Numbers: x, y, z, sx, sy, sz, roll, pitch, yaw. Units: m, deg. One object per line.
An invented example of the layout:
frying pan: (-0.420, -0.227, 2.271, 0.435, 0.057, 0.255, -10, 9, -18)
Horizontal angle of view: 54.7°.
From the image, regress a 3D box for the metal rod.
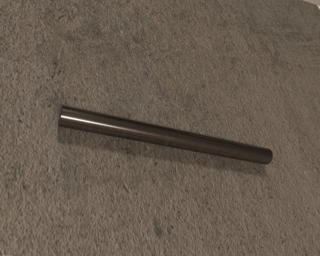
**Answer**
metal rod: (0.024, 0.015, 0.409, 0.302, 0.025, 0.025, 12, 57, -22)
